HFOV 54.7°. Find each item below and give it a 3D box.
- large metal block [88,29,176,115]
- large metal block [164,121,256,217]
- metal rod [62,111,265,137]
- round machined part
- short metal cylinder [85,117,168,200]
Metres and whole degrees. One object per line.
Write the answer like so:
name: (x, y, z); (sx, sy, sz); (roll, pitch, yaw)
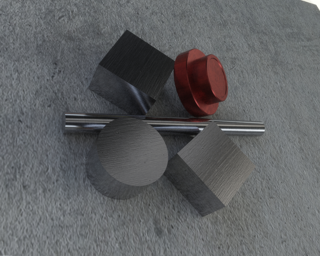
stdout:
large metal block: (-0.035, -0.071, 0.412); (0.080, 0.050, 0.080); (32, 51, -8)
large metal block: (0.061, 0.051, 0.393); (0.080, 0.050, 0.080); (48, 51, 5)
metal rod: (0.024, -0.003, 0.423); (0.303, 0.025, 0.025); (2, 61, -28)
round machined part: (0.064, -0.066, 0.441); (0.098, 0.042, 0.098); (25, 59, -50)
short metal cylinder: (-0.038, 0.035, 0.348); (0.081, 0.050, 0.080); (14, 56, -21)
